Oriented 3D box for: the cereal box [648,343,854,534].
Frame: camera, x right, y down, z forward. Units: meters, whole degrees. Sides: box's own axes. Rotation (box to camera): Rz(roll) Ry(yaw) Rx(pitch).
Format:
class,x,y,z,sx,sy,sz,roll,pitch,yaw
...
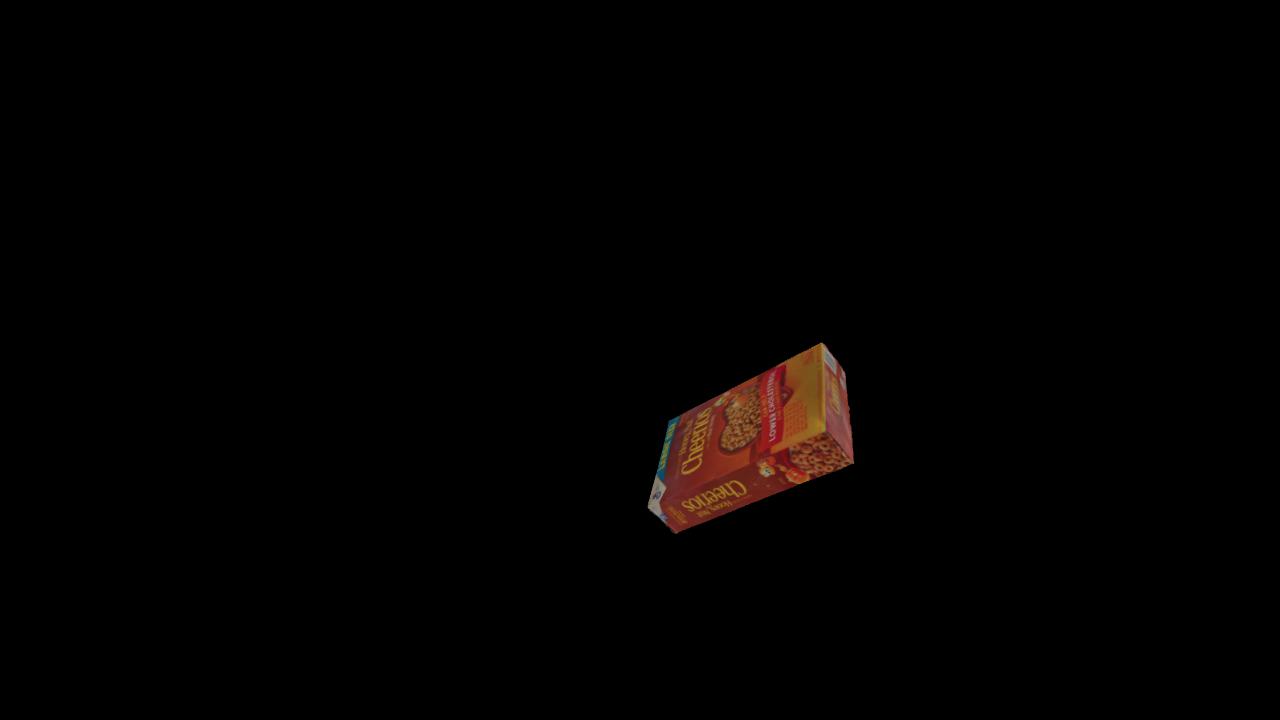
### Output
class,x,y,z,sx,sy,sz,roll,pitch,yaw
cereal box,0.160,0.118,0.921,0.306,0.081,0.203,-30,23,31
